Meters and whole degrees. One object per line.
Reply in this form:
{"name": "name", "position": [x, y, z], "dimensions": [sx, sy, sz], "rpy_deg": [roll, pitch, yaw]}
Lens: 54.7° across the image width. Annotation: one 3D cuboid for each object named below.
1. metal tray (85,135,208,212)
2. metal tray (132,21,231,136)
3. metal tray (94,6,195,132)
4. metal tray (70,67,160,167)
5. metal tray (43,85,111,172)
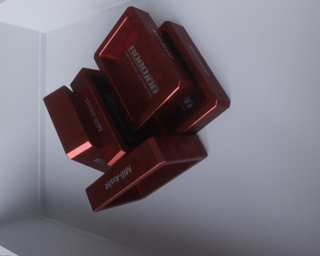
{"name": "metal tray", "position": [-0.017, 0.055, 0.375], "dimensions": [0.130, 0.091, 0.030], "rpy_deg": [-39, 66, 32]}
{"name": "metal tray", "position": [0.017, -0.055, 0.387], "dimensions": [0.090, 0.030, 0.130], "rpy_deg": [-42, 64, 33]}
{"name": "metal tray", "position": [-0.025, -0.071, 0.380], "dimensions": [0.090, 0.030, 0.130], "rpy_deg": [-44, 63, 31]}
{"name": "metal tray", "position": [-0.050, -0.016, 0.400], "dimensions": [0.030, 0.091, 0.130], "rpy_deg": [-44, 64, 31]}
{"name": "metal tray", "position": [-0.093, 0.009, 0.412], "dimensions": [0.030, 0.130, 0.090], "rpy_deg": [-31, 67, 3]}
